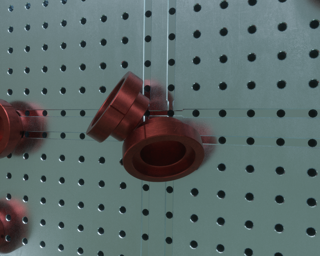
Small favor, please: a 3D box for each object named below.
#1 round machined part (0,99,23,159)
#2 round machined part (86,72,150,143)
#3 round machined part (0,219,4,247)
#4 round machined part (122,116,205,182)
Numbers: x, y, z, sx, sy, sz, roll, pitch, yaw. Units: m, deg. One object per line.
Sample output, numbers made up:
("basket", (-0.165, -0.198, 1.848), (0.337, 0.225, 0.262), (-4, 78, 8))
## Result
("round machined part", (-0.262, 0.001, 0.497), (0.098, 0.042, 0.097), (0, 90, 20))
("round machined part", (-0.050, -0.021, 0.400), (0.042, 0.098, 0.098), (35, 103, -16))
("round machined part", (-0.299, 0.177, 0.510), (0.098, 0.042, 0.097), (0, 90, 20))
("round machined part", (0.003, 0.023, 0.383), (0.098, 0.098, 0.042), (-24, 46, 18))
